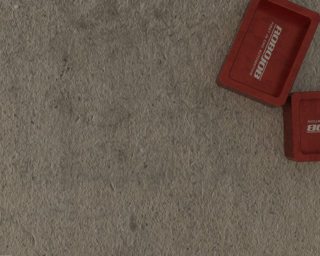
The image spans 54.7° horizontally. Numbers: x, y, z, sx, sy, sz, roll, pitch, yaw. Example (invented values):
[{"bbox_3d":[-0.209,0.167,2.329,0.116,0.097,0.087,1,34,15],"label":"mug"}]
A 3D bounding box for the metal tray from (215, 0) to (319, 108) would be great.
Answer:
[{"bbox_3d":[0.140,-0.102,0.408,0.090,0.030,0.129,23,90,0],"label":"metal tray"}]

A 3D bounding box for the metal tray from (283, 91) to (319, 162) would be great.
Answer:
[{"bbox_3d":[0.234,-0.003,0.409,0.131,0.030,0.089,-2,90,0],"label":"metal tray"}]
